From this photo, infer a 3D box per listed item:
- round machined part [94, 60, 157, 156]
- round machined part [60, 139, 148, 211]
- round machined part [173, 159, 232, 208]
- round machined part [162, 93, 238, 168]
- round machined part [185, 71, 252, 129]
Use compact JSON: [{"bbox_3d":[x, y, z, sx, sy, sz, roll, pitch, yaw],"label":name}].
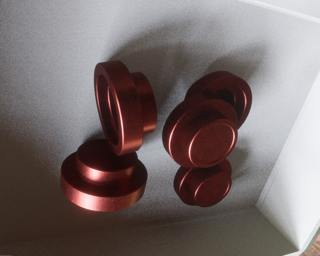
[{"bbox_3d":[-0.036,-0.023,0.329,0.042,0.098,0.097,-14,124,-21],"label":"round machined part"},{"bbox_3d":[-0.063,0.047,0.357,0.099,0.098,0.042,-2,120,-28],"label":"round machined part"},{"bbox_3d":[0.075,0.088,0.495,0.099,0.042,0.097,-14,125,-21],"label":"round machined part"},{"bbox_3d":[0.056,0.010,0.382,0.099,0.042,0.097,-14,125,-21],"label":"round machined part"},{"bbox_3d":[0.072,-0.031,0.419,0.099,0.042,0.097,-14,124,-21],"label":"round machined part"}]
